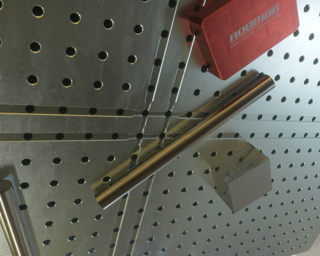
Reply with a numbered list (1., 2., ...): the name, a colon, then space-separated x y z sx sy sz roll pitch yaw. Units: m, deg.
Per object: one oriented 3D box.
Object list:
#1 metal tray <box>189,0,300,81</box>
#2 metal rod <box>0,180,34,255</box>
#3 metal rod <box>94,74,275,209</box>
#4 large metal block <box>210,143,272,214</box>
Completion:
1. metal tray: 0.110 -0.132 0.388 0.130 0.030 0.090 -35 129 -5
2. metal rod: -0.185 0.194 0.431 0.025 0.025 0.298 -13 124 -22
3. metal rod: 0.039 0.017 0.444 0.301 0.025 0.025 -35 129 -6
4. large metal block: 0.140 0.085 0.527 0.080 0.050 0.080 -28 128 -11
